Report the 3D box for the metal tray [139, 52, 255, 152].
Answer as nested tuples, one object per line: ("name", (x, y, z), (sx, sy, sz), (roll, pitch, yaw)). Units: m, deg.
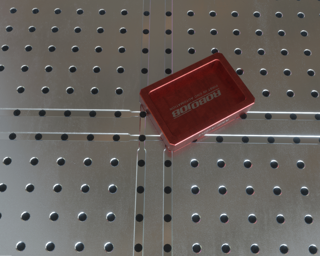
("metal tray", (0.049, -0.037, 0.423), (0.131, 0.030, 0.090), (-28, 73, -10))
